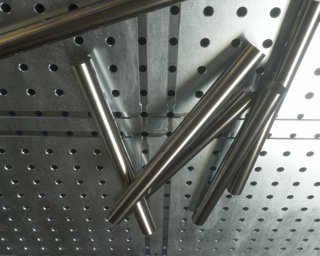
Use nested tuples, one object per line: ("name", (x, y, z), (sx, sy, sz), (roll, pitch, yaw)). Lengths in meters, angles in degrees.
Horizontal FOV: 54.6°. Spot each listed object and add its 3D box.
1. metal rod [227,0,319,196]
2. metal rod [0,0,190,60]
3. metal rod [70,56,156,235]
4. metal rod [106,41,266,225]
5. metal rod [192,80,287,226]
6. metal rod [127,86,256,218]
("metal rod", (0.136, -0.015, 0.399), (0.025, 0.025, 0.298), (5, 130, -4))
("metal rod", (-0.040, -0.119, 0.309), (0.301, 0.025, 0.025), (-14, 129, 11))
("metal rod", (-0.054, 0.045, 0.428), (0.025, 0.025, 0.299), (-11, 123, 9))
("metal rod", (0.019, 0.021, 0.394), (0.025, 0.025, 0.299), (29, 113, -22))
("metal rod", (0.098, 0.058, 0.447), (0.025, 0.025, 0.298), (9, 134, -8))
("metal rod", (0.022, 0.051, 0.454), (0.025, 0.025, 0.299), (28, 125, -22))
